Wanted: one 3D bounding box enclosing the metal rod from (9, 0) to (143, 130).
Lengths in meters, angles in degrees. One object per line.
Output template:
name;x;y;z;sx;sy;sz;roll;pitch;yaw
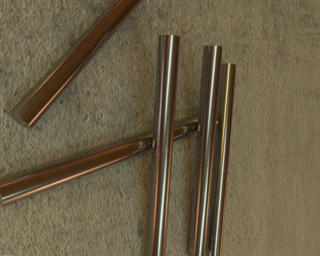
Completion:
metal rod;-0.058;-0.121;0.355;0.025;0.025;0.300;48;62;-30

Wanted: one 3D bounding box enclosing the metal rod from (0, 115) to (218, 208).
metal rod;-0.034;0.024;0.375;0.302;0.025;0.025;-18;102;-38

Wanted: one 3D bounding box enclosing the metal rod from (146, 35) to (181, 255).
metal rod;0.002;0.042;0.376;0.025;0.025;0.298;-4;102;-40

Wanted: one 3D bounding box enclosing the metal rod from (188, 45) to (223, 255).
metal rod;0.061;0.040;0.429;0.025;0.025;0.298;-3;100;-40

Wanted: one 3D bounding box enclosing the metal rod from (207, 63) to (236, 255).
metal rod;0.095;0.048;0.484;0.025;0.025;0.298;9;84;-40
